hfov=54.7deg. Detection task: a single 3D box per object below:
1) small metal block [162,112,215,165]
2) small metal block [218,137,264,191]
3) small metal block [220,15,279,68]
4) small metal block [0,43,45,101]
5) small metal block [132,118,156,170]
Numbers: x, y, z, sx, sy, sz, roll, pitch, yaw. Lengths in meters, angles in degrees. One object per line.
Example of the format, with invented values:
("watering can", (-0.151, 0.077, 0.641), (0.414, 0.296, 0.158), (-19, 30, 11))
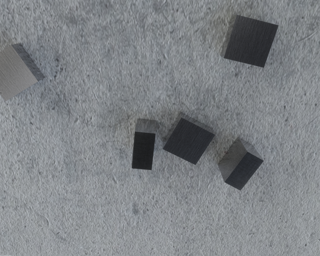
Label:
("small metal block", (0.038, 0.014, 0.415), (0.050, 0.025, 0.050), (27, 108, -10))
("small metal block", (0.106, 0.047, 0.414), (0.025, 0.050, 0.050), (29, 108, -10))
("small metal block", (0.106, -0.104, 0.372), (0.050, 0.025, 0.050), (12, 110, -5))
("small metal block", (-0.182, -0.069, 0.383), (0.050, 0.025, 0.050), (-29, 108, 10))
("small metal block", (-0.020, 0.020, 0.404), (0.025, 0.050, 0.050), (6, 110, -2))
